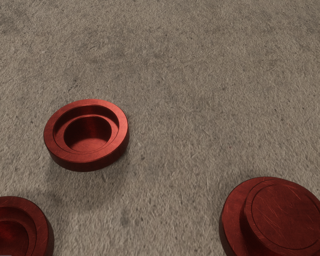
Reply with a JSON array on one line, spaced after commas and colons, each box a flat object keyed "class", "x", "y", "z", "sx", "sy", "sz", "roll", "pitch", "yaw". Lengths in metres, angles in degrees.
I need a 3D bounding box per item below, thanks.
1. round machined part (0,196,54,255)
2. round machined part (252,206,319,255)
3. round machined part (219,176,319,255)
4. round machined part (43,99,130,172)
[{"class": "round machined part", "x": -0.150, "y": 0.118, "z": 0.291, "sx": 0.099, "sy": 0.042, "sz": 0.098, "roll": 0, "pitch": 50, "yaw": 0}, {"class": "round machined part", "x": 0.128, "y": 0.122, "z": 0.291, "sx": 0.099, "sy": 0.042, "sz": 0.098, "roll": 0, "pitch": 50, "yaw": 0}, {"class": "round machined part", "x": 0.104, "y": 0.084, "z": 0.269, "sx": 0.099, "sy": 0.042, "sz": 0.098, "roll": 0, "pitch": 50, "yaw": 0}, {"class": "round machined part", "x": -0.087, "y": 0.013, "z": 0.380, "sx": 0.099, "sy": 0.042, "sz": 0.098, "roll": 0, "pitch": 50, "yaw": 0}]
